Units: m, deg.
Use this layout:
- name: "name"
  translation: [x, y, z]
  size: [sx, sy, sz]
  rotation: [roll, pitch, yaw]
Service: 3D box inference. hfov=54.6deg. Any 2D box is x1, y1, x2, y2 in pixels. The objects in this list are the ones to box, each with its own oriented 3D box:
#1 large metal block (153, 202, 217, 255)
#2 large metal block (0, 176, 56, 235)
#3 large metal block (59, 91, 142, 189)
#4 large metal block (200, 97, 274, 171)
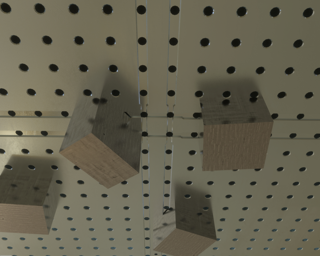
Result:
- name: "large metal block"
  translation: [0.042, 0.187, 0.554]
  size: [0.080, 0.050, 0.080]
  rotation: [22, 127, -18]
- name: "large metal block"
  translation: [-0.219, 0.126, 0.501]
  size: [0.080, 0.050, 0.080]
  rotation: [5, 130, -5]
- name: "large metal block"
  translation: [-0.069, 0.015, 0.387]
  size: [0.050, 0.080, 0.080]
  rotation: [-29, 124, 22]
- name: "large metal block"
  translation: [0.094, 0.009, 0.403]
  size: [0.080, 0.050, 0.080]
  rotation: [-3, 130, 2]
